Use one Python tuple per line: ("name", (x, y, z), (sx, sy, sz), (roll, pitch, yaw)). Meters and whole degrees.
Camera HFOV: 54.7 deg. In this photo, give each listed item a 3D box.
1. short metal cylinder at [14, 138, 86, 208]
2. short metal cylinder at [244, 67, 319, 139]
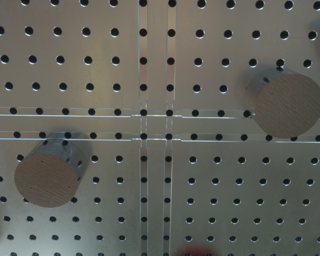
("short metal cylinder", (-0.146, 0.060, 0.421), (0.081, 0.050, 0.079), (0, 110, 0))
("short metal cylinder", (0.153, -0.033, 0.389), (0.081, 0.050, 0.079), (0, 110, 0))
